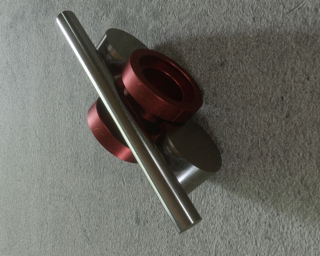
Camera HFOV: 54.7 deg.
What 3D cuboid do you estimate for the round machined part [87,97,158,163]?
[{"bbox_3d":[-0.037,-0.008,0.385,0.042,0.099,0.098,-45,64,26],"label":"round machined part"}]

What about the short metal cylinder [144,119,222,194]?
[{"bbox_3d":[0.023,0.030,0.350,0.050,0.081,0.080,-46,63,30],"label":"short metal cylinder"}]

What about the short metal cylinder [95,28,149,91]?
[{"bbox_3d":[-0.049,-0.085,0.408,0.050,0.081,0.080,-46,63,30],"label":"short metal cylinder"}]

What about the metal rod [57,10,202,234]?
[{"bbox_3d":[-0.047,-0.026,0.339,0.025,0.025,0.299,-47,62,29],"label":"metal rod"}]

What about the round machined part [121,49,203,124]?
[{"bbox_3d":[-0.002,-0.043,0.359,0.042,0.099,0.098,-49,61,34],"label":"round machined part"}]
